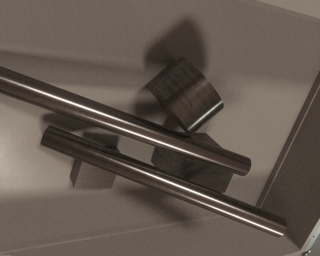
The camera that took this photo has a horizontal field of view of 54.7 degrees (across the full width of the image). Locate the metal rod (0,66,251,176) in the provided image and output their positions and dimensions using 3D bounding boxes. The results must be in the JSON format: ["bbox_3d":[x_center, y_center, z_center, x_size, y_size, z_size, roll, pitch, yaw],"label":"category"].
[{"bbox_3d":[-0.027,0.000,0.341,0.302,0.025,0.025,20,108,-19],"label":"metal rod"}]

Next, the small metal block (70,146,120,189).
[{"bbox_3d":[-0.082,0.050,0.396,0.050,0.025,0.050,8,114,-33],"label":"small metal block"}]

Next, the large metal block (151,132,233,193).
[{"bbox_3d":[0.045,0.047,0.429,0.081,0.080,0.050,3,117,-30],"label":"large metal block"}]

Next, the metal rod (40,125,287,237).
[{"bbox_3d":[0.010,0.065,0.365,0.302,0.025,0.025,23,108,-7],"label":"metal rod"}]

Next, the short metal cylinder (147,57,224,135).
[{"bbox_3d":[0.029,-0.037,0.368,0.050,0.080,0.080,-41,130,-1],"label":"short metal cylinder"}]
